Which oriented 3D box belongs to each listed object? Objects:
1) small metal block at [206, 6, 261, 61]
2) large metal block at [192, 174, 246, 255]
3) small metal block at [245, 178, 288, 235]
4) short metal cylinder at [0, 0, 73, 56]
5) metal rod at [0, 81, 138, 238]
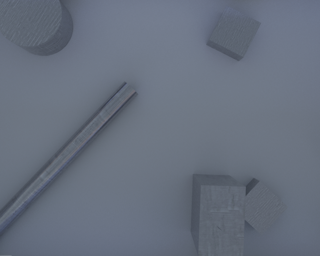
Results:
[{"bbox_3d":[0.097,-0.125,0.413,0.050,0.025,0.050,27,90,-1],"label":"small metal block"},{"bbox_3d":[0.069,0.104,0.385,0.050,0.080,0.079,2,90,0],"label":"large metal block"},{"bbox_3d":[0.131,0.104,0.413,0.050,0.025,0.050,43,90,-1],"label":"small metal block"},{"bbox_3d":[-0.158,-0.138,0.397,0.081,0.050,0.079,0,90,-1],"label":"short metal cylinder"},{"bbox_3d":[-0.142,0.055,0.409,0.025,0.025,0.300,44,90,-1],"label":"metal rod"}]
